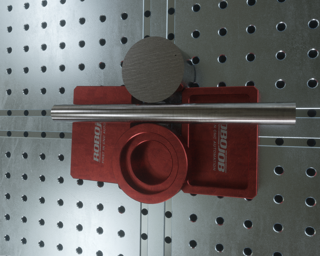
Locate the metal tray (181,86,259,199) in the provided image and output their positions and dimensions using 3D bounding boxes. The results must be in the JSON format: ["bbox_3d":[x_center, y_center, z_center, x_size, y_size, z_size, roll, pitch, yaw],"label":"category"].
[{"bbox_3d":[0.073,0.016,0.380,0.090,0.030,0.129,1,90,19],"label":"metal tray"}]

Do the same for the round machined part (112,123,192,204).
[{"bbox_3d":[-0.007,0.043,0.392,0.098,0.042,0.097,0,90,19],"label":"round machined part"}]

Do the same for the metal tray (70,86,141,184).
[{"bbox_3d":[-0.076,0.008,0.431,0.090,0.030,0.129,3,91,19],"label":"metal tray"}]

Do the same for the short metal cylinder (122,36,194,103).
[{"bbox_3d":[-0.001,-0.070,0.395,0.080,0.050,0.079,0,90,20],"label":"short metal cylinder"}]

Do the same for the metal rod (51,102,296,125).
[{"bbox_3d":[0.000,-0.018,0.376,0.301,0.025,0.025,1,91,19],"label":"metal rod"}]
